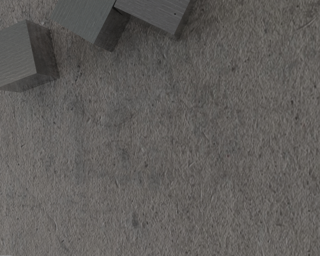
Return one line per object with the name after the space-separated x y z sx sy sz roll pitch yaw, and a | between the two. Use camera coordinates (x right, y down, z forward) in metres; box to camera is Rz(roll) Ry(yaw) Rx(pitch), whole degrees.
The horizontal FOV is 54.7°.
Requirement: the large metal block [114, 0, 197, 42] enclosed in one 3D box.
0.002 -0.166 0.386 0.080 0.050 0.080 27 99 4 | large metal block

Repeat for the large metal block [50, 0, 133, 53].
-0.090 -0.163 0.427 0.080 0.050 0.080 33 101 17 | large metal block

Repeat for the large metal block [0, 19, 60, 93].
-0.208 -0.105 0.469 0.080 0.050 0.080 -15 85 19 | large metal block
